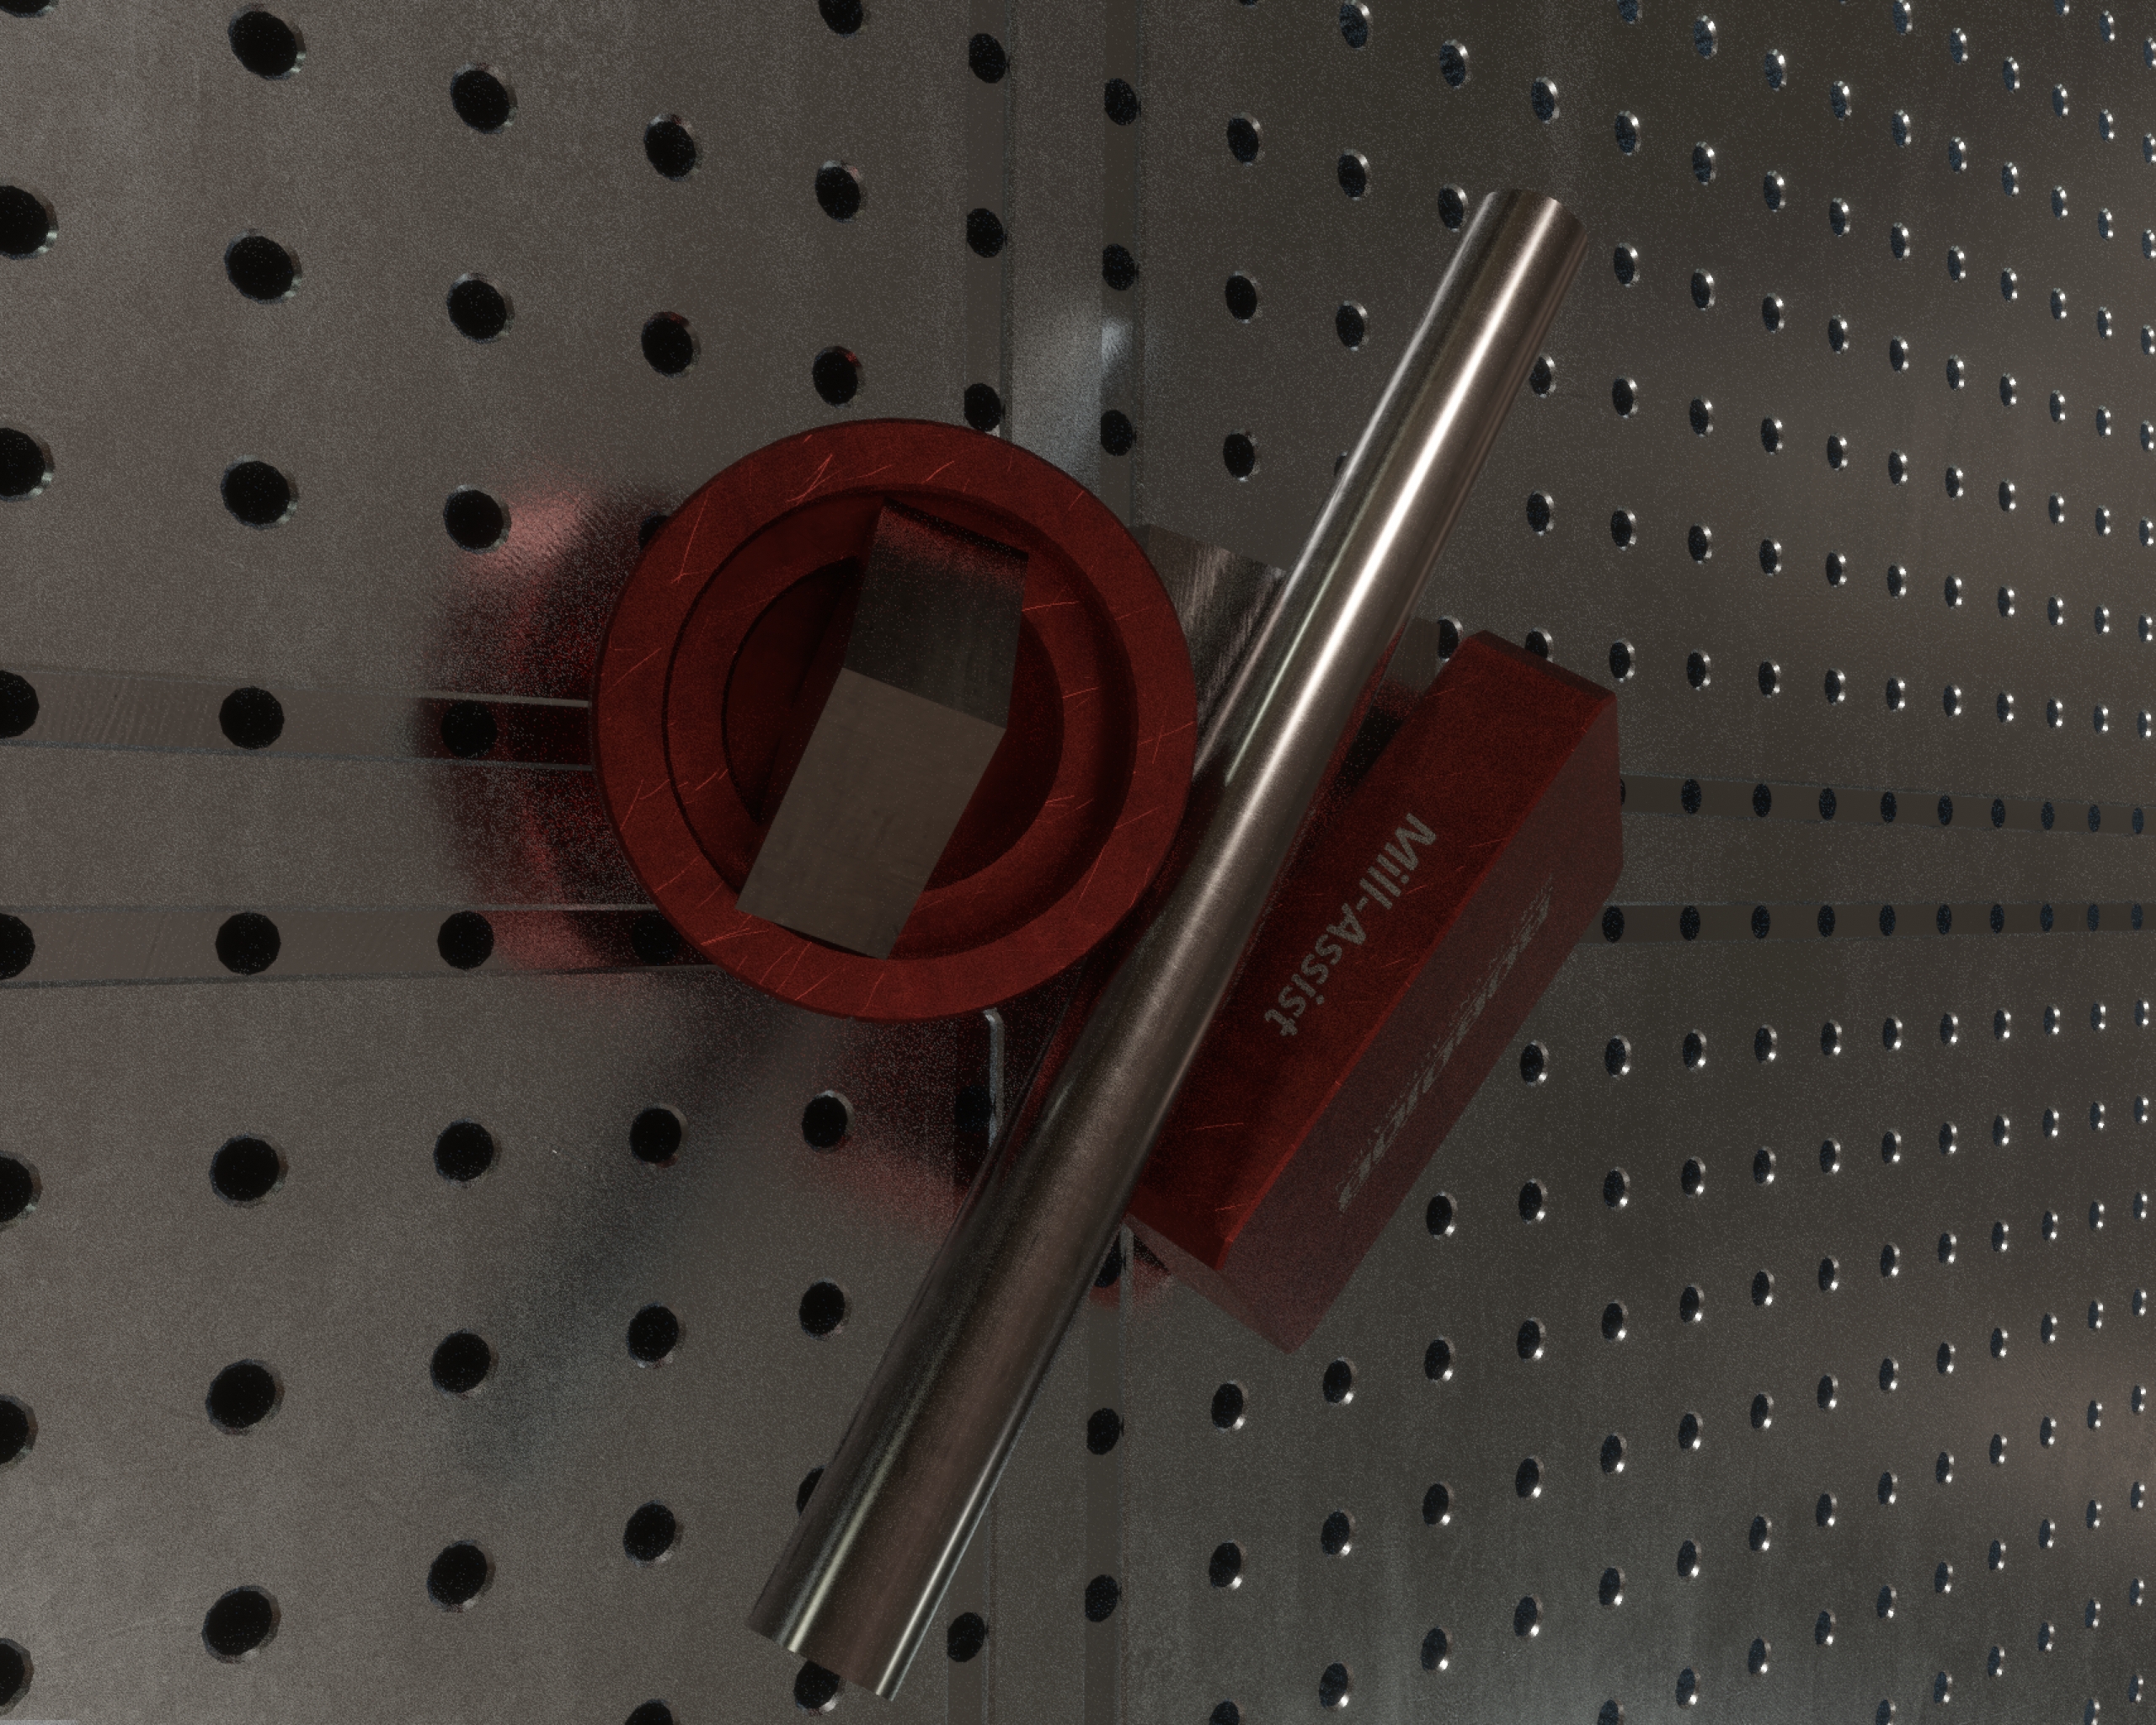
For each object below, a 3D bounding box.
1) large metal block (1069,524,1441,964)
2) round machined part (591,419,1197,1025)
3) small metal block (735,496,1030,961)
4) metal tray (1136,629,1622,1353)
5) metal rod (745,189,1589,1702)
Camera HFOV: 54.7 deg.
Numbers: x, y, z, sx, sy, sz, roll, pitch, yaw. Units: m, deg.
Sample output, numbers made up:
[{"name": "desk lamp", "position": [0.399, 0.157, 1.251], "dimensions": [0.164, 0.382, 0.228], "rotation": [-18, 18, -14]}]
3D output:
[{"name": "large metal block", "position": [0.022, -0.015, 0.413], "dimensions": [0.081, 0.050, 0.080], "rotation": [12, 83, -40]}, {"name": "round machined part", "position": [-0.033, -0.023, 0.355], "dimensions": [0.099, 0.042, 0.097], "rotation": [-1, 93, -15]}, {"name": "small metal block", "position": [-0.031, -0.022, 0.332], "dimensions": [0.025, 0.050, 0.050], "rotation": [21, 37, -13]}, {"name": "metal tray", "position": [0.061, 0.029, 0.415], "dimensions": [0.130, 0.030, 0.090], "rotation": [-53, 154, -11]}, {"name": "metal rod", "position": [0.026, -0.003, 0.368], "dimensions": [0.025, 0.025, 0.300], "rotation": [42, 64, -32]}]
